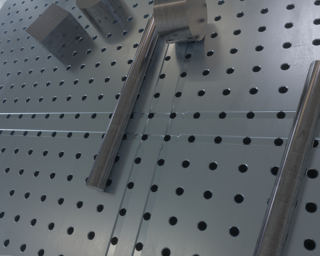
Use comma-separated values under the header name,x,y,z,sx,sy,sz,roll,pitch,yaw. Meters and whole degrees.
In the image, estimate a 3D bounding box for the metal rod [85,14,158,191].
name,x,y,z,sx,sy,sz,roll,pitch,yaw
metal rod,-0.045,-0.053,0.464,0.025,0.025,0.300,3,63,29

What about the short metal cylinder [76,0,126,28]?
name,x,y,z,sx,sy,sz,roll,pitch,yaw
short metal cylinder,-0.114,-0.242,0.601,0.080,0.050,0.080,-13,56,21

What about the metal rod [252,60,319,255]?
name,x,y,z,sx,sy,sz,roll,pitch,yaw
metal rod,0.125,0.059,0.305,0.025,0.025,0.300,12,68,33

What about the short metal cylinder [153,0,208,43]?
name,x,y,z,sx,sy,sz,roll,pitch,yaw
short metal cylinder,0.032,-0.168,0.459,0.050,0.080,0.080,3,63,29

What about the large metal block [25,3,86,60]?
name,x,y,z,sx,sy,sz,roll,pitch,yaw
large metal block,-0.210,-0.195,0.623,0.080,0.050,0.080,-48,51,-6
